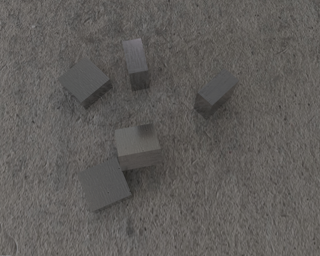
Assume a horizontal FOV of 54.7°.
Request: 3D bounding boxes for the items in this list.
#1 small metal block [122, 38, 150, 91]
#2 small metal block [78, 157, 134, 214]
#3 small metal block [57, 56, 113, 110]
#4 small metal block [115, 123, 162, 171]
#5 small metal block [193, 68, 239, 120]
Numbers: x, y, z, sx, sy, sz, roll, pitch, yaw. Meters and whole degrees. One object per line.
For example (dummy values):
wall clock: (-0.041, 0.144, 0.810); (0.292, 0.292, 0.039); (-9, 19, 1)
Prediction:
small metal block: (-0.032, -0.086, 0.426); (0.025, 0.050, 0.050); (-11, 71, -4)
small metal block: (-0.066, 0.071, 0.382); (0.050, 0.025, 0.050); (-22, 72, -8)
small metal block: (-0.103, -0.062, 0.430); (0.050, 0.025, 0.050); (-43, 76, -14)
small metal block: (-0.028, 0.023, 0.387); (0.050, 0.025, 0.050); (-10, 40, -7)
small metal block: (0.073, -0.044, 0.411); (0.050, 0.050, 0.025); (-42, 76, -14)
